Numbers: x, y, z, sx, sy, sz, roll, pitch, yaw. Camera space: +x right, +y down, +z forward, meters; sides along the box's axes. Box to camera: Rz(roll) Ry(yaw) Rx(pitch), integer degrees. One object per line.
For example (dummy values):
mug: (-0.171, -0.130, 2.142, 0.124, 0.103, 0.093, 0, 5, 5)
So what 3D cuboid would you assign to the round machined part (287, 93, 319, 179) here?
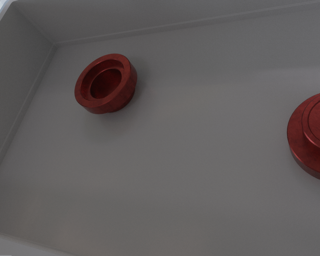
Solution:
round machined part: (0.176, 0.002, 0.301, 0.098, 0.042, 0.098, -13, 56, 21)

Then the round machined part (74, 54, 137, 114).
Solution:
round machined part: (-0.078, -0.063, 0.474, 0.098, 0.042, 0.098, -13, 56, 21)
